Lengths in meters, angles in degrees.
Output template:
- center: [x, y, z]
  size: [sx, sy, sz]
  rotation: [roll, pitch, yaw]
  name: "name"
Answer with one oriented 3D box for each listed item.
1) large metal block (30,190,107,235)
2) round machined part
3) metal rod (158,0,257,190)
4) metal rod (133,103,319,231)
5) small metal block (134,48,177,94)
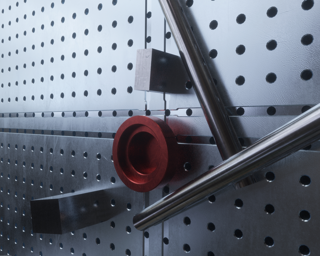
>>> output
- center: [-0.145, 0.131, 0.490]
  size: [0.080, 0.081, 0.050]
  rotation: [-14, 82, 39]
  name: "large metal block"
- center: [-0.014, 0.032, 0.408]
  size: [0.098, 0.042, 0.097]
  rotation: [0, 90, 39]
  name: "round machined part"
- center: [0.043, -0.073, 0.371]
  size: [0.025, 0.025, 0.299]
  rotation: [-31, 71, 35]
  name: "metal rod"
- center: [0.057, 0.057, 0.331]
  size: [0.299, 0.025, 0.025]
  rotation: [-41, 65, 42]
  name: "metal rod"
- center: [-0.005, -0.071, 0.395]
  size: [0.025, 0.050, 0.050]
  rotation: [7, 95, 39]
  name: "small metal block"
